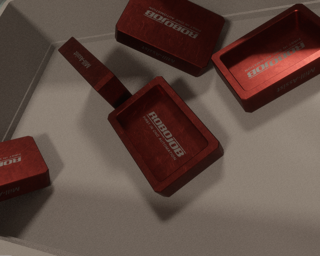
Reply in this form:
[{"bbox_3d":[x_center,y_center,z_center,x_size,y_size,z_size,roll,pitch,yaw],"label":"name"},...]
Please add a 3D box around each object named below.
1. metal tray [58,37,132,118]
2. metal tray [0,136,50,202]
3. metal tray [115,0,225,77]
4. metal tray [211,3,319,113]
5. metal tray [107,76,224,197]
[{"bbox_3d":[-0.086,-0.071,0.450,0.030,0.090,0.130,-45,51,-2],"label":"metal tray"},{"bbox_3d":[-0.235,0.063,0.437,0.131,0.030,0.090,-16,43,-31],"label":"metal tray"},{"bbox_3d":[0.015,-0.138,0.431,0.131,0.030,0.090,24,71,-3],"label":"metal tray"},{"bbox_3d":[0.141,-0.087,0.381,0.130,0.030,0.090,-31,52,8],"label":"metal tray"},{"bbox_3d":[0.003,0.007,0.383,0.090,0.030,0.130,-38,60,2],"label":"metal tray"}]
